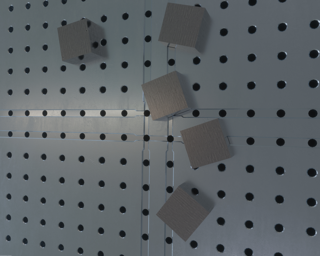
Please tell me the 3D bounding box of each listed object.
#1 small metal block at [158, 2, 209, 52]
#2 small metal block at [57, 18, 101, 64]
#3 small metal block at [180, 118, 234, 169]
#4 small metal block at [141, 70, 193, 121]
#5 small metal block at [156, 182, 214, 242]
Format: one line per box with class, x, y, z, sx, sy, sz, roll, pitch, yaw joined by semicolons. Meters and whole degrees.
small metal block;0.031;-0.130;0.402;0.050;0.025;0.050;16;95;19
small metal block;-0.119;-0.126;0.455;0.050;0.025;0.050;-11;87;19
small metal block;0.059;0.020;0.392;0.050;0.025;0.050;-19;84;19
small metal block;0.009;-0.041;0.410;0.050;0.025;0.050;-20;83;19
small metal block;0.032;0.108;0.402;0.050;0.025;0.050;40;102;15
